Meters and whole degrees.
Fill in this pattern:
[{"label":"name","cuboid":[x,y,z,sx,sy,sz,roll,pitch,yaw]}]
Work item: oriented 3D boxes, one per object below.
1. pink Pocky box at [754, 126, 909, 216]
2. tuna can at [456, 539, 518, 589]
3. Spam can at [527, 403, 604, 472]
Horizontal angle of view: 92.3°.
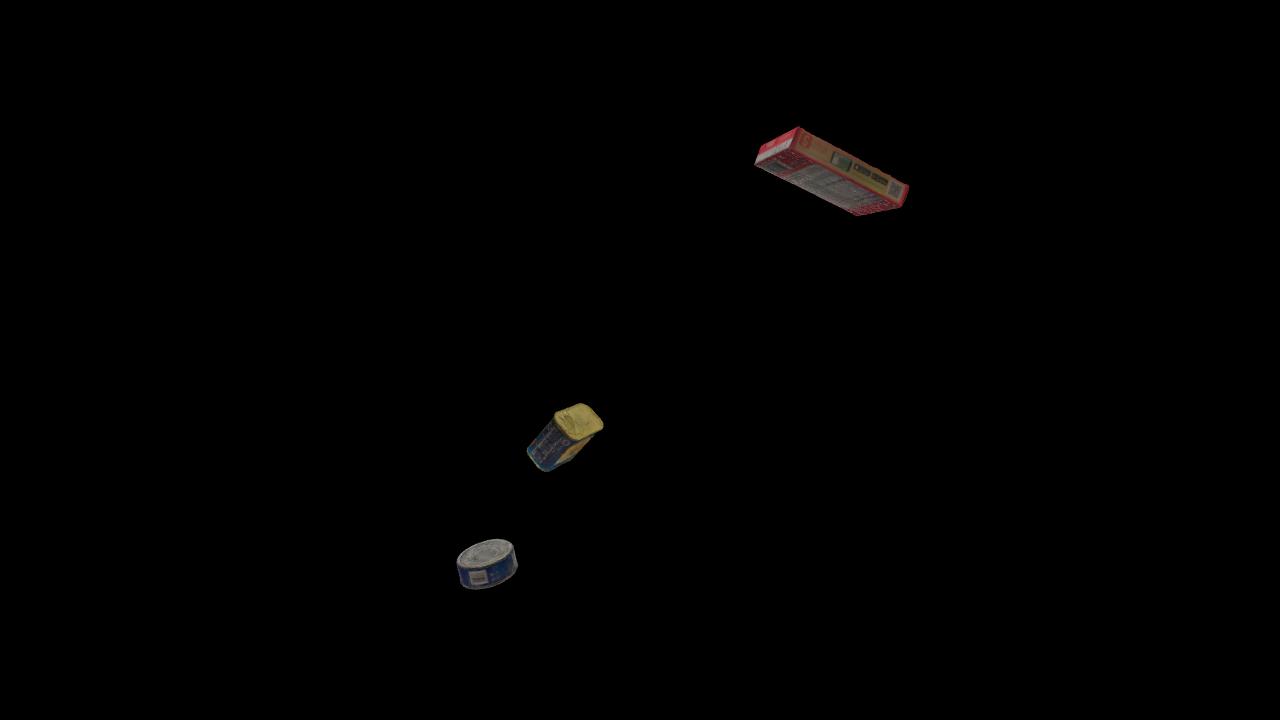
[{"label":"pink Pocky box","cuboid":[0.216,-0.210,0.699,0.155,0.029,0.084,20,0,-17]},{"label":"tuna can","cuboid":[-0.222,0.294,0.891,0.084,0.034,0.084,-9,12,2]},{"label":"Spam can","cuboid":[-0.119,0.123,0.974,0.085,0.058,0.101,-49,-14,24]}]
